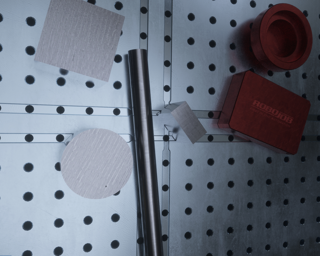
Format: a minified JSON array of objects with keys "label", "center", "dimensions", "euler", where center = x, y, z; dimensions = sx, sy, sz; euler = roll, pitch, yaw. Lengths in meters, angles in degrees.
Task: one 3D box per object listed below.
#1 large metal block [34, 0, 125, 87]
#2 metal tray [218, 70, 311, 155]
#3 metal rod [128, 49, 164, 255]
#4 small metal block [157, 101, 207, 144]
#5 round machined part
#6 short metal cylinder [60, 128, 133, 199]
[{"label":"large metal block","center":[-0.095,-0.100,0.365],"dimensions":[0.081,0.050,0.080],"euler":[15,85,-20]},{"label":"metal tray","center":[0.161,-0.021,0.471],"dimensions":[0.131,0.030,0.090],"euler":[21,83,-19]},{"label":"metal rod","center":[-0.017,0.049,0.407],"dimensions":[0.025,0.025,0.298],"euler":[-5,92,-20]},{"label":"small metal block","center":[0.028,-0.007,0.411],"dimensions":[0.025,0.050,0.050],"euler":[-39,103,-16]},{"label":"round machined part","center":[0.178,-0.133,0.471],"dimensions":[0.099,0.042,0.097],"euler":[0,90,-21]},{"label":"short metal cylinder","center":[-0.078,0.040,0.371],"dimensions":[0.081,0.050,0.079],"euler":[0,90,-21]}]
